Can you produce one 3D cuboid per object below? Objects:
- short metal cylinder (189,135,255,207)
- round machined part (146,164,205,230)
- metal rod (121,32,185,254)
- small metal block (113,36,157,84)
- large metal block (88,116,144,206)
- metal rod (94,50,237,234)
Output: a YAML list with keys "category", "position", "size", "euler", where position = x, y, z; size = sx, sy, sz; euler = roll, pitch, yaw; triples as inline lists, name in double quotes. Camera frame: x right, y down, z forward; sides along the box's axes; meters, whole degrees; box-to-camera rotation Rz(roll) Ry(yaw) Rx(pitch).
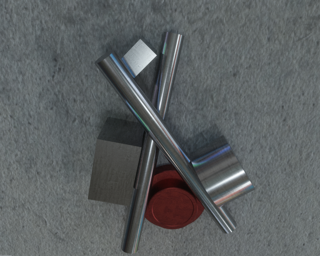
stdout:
- category: "short metal cylinder"
  position: [0.081, 0.056, 0.404]
  size: [0.050, 0.080, 0.080]
  euler: [-30, 108, 10]
- category: "round machined part"
  position: [0.017, 0.104, 0.441]
  size: [0.099, 0.042, 0.097]
  euler: [0, 110, -1]
- category: "metal rod"
  position: [-0.013, 0.029, 0.405]
  size: [0.025, 0.025, 0.298]
  euler: [11, 104, -5]
- category: "small metal block"
  position: [-0.030, -0.080, 0.367]
  size: [0.050, 0.050, 0.025]
  euler: [-43, 105, 14]
- category: "large metal block"
  position: [-0.054, 0.039, 0.396]
  size: [0.050, 0.080, 0.079]
  euler: [11, 110, -5]
- category: "metal rod"
  position: [0.021, 0.035, 0.388]
  size: [0.025, 0.025, 0.299]
  euler: [-31, 116, 10]
